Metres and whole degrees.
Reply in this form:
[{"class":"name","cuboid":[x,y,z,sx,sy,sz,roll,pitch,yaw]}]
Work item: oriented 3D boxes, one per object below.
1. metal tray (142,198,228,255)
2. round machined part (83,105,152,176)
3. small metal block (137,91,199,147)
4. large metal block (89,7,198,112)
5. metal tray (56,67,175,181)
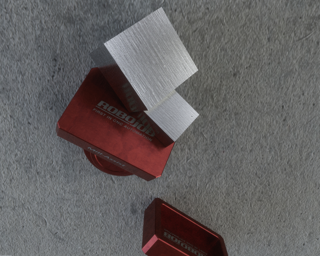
[{"class":"metal tray","cuboid":[0.038,0.163,0.435,0.130,0.090,0.030,34,107,-12]},{"class":"round machined part","cuboid":[-0.053,0.023,0.405,0.099,0.042,0.097,0,115,1]},{"class":"small metal block","cuboid":[0.010,-0.014,0.370,0.050,0.025,0.050,45,62,-3]},{"class":"large metal block","cuboid":[-0.018,-0.074,0.349,0.080,0.050,0.080,-41,109,-23]},{"class":"metal tray","cuboid":[-0.045,-0.004,0.376,0.131,0.030,0.090,29,64,-11]}]
